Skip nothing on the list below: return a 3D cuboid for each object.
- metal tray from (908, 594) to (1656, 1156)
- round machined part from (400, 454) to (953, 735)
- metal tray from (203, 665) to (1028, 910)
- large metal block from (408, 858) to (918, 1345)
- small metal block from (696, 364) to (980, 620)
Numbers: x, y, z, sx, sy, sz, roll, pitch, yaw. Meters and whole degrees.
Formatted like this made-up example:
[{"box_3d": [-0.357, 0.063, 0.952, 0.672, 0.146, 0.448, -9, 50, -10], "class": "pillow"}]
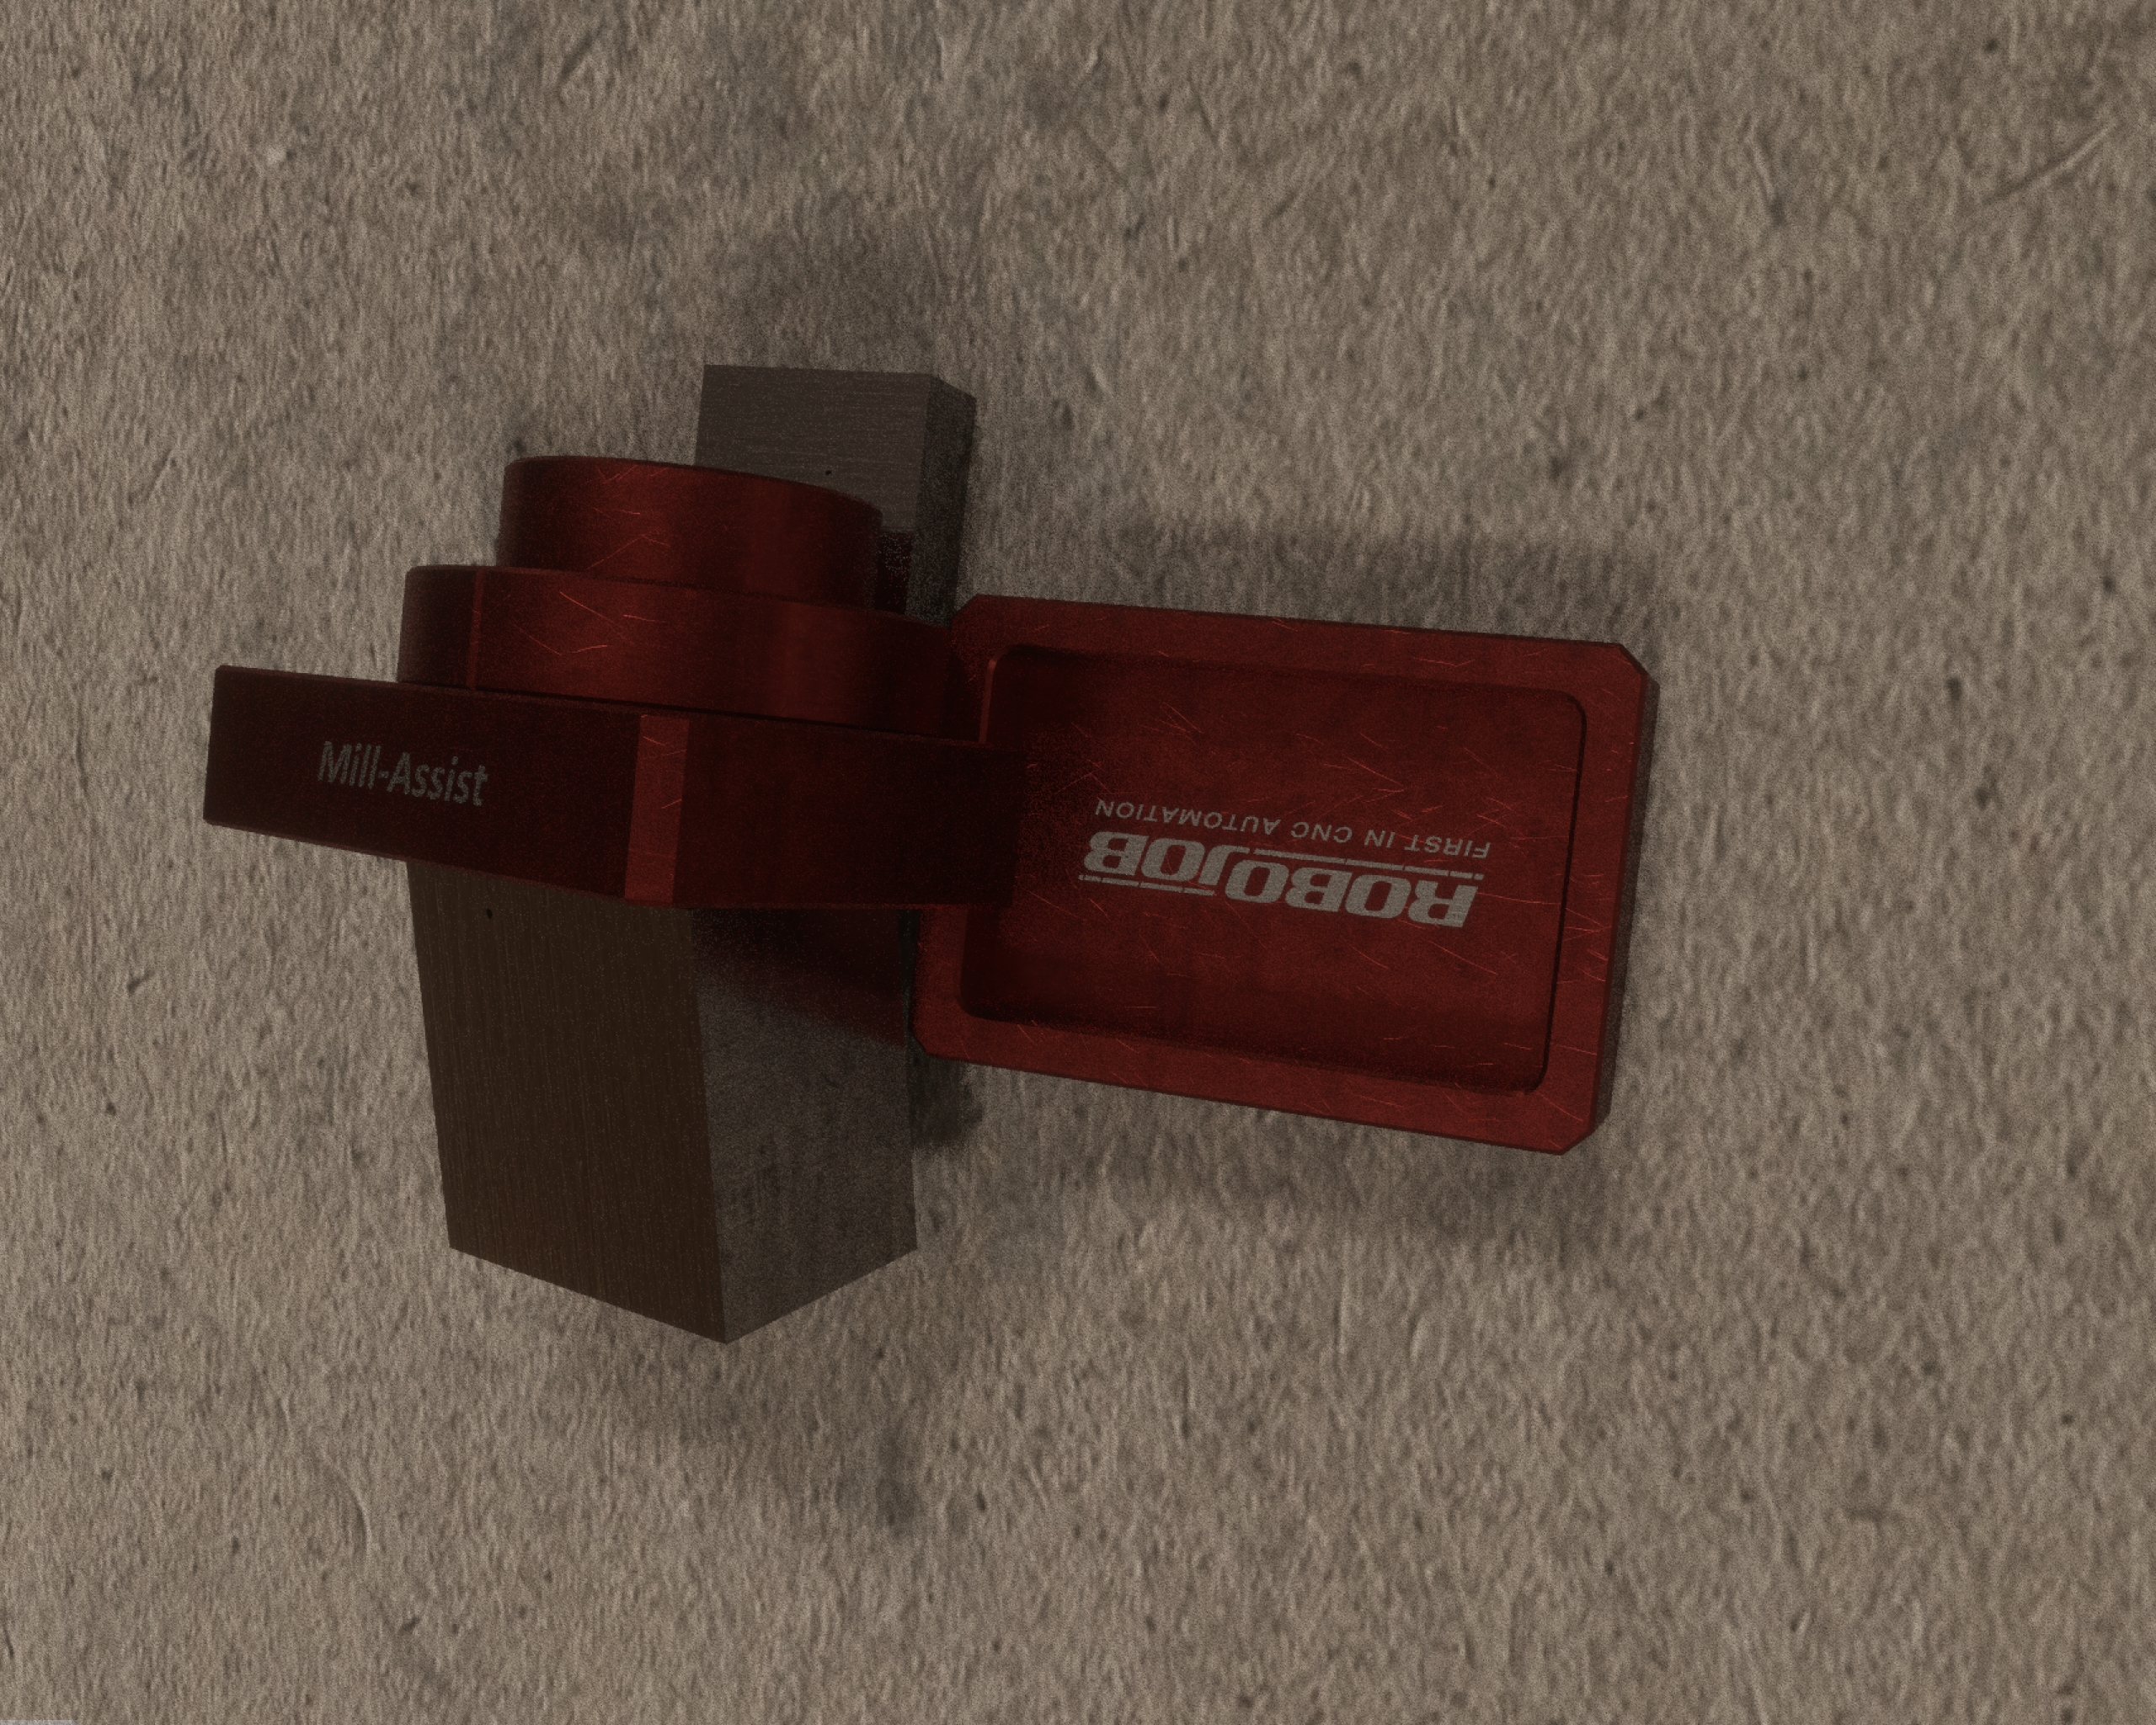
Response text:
[{"box_3d": [0.037, 0.000, 0.394, 0.130, 0.030, 0.089, 7, 92, 19], "class": "metal tray"}, {"box_3d": [-0.072, -0.048, 0.384, 0.098, 0.098, 0.042, 7, 92, 19], "class": "round machined part"}, {"box_3d": [-0.086, -0.014, 0.387, 0.130, 0.091, 0.030, 8, 94, 38], "class": "metal tray"}, {"box_3d": [-0.080, 0.038, 0.404, 0.080, 0.050, 0.079, 7, 106, 37], "class": "large metal block"}, {"box_3d": [-0.051, -0.074, 0.428, 0.050, 0.025, 0.050, 7, 92, 19], "class": "small metal block"}]
